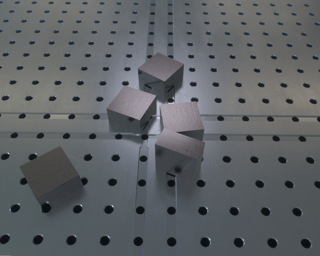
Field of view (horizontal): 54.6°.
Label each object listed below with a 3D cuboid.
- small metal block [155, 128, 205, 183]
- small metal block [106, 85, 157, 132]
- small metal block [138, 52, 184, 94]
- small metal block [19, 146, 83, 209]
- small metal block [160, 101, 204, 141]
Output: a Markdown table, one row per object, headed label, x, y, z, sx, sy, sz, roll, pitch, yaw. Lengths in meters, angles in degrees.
| label | x | y | z | sx | sy | sz | roll | pitch | yaw |
| --- | --- | --- | --- | --- | --- | --- | --- | --- | --- |
| small metal block | 0.022 | 0.033 | 0.364 | 0.050 | 0.050 | 0.025 | 19 | 53 | 15 |
| small metal block | -0.038 | -0.028 | 0.431 | 0.050 | 0.025 | 0.050 | 20 | 53 | 16 |
| small metal block | 0.002 | -0.086 | 0.480 | 0.050 | 0.025 | 0.050 | 30 | 56 | 22 |
| small metal block | -0.126 | 0.056 | 0.360 | 0.050 | 0.025 | 0.050 | -29 | 56 | -22 |
| small metal block | 0.028 | -0.007 | 0.414 | 0.050 | 0.025 | 0.050 | -6 | 50 | -5 |
